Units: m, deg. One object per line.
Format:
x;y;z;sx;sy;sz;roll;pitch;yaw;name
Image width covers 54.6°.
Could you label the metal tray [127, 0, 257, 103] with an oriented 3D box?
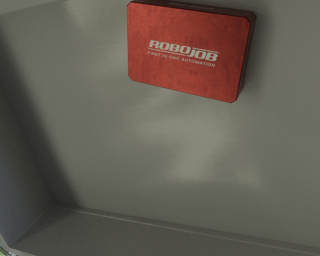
0.029;-0.086;0.338;0.130;0.030;0.089;15;125;19;metal tray
